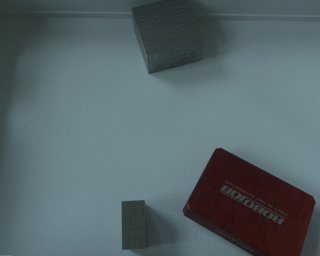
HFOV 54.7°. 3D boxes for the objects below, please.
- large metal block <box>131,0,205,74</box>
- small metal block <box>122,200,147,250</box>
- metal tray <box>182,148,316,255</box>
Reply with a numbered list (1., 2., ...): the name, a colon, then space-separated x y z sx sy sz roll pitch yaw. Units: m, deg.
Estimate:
1. large metal block: 0.010 -0.134 0.445 0.081 0.050 0.080 -16 71 -6
2. small metal block: -0.028 0.112 0.355 0.025 0.050 0.050 -3 70 -1
3. metal tray: 0.105 0.092 0.365 0.130 0.030 0.090 28 60 9
